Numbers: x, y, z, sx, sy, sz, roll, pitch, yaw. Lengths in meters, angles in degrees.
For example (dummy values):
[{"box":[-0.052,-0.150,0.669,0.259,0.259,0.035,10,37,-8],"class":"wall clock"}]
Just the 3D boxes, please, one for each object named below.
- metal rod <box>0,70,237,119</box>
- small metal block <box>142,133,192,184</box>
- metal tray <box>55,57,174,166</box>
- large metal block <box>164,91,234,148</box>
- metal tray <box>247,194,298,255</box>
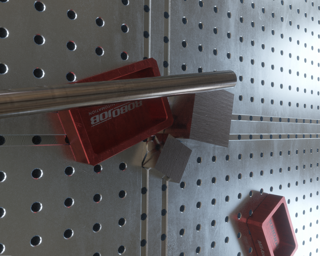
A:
[{"box":[-0.030,-0.041,0.335,0.303,0.025,0.025,-11,98,-33],"class":"metal rod"},{"box":[0.011,0.041,0.421,0.050,0.025,0.050,36,68,-34],"class":"small metal block"},{"box":[-0.049,-0.023,0.366,0.131,0.030,0.089,-27,107,-37],"class":"metal tray"},{"box":[0.057,-0.018,0.443,0.081,0.050,0.080,14,81,-40],"class":"large metal block"},{"box":[0.219,0.204,0.593,0.091,0.030,0.129,-34,111,-35],"class":"metal tray"}]
